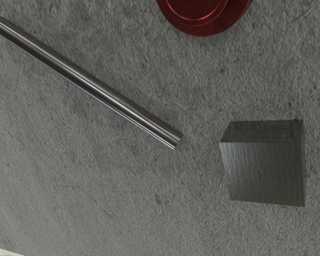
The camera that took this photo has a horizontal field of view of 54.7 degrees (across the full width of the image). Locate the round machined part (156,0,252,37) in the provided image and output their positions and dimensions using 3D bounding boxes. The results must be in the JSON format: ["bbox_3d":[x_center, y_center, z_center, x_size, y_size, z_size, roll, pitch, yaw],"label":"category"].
[{"bbox_3d":[0.038,-0.135,0.293,0.098,0.042,0.097,13,124,21],"label":"round machined part"}]

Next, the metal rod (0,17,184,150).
[{"bbox_3d":[-0.101,-0.063,0.420,0.301,0.025,0.025,33,129,6],"label":"metal rod"}]

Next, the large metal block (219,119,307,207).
[{"bbox_3d":[0.120,0.038,0.351,0.080,0.050,0.080,-1,118,28],"label":"large metal block"}]
